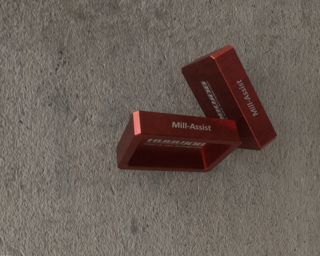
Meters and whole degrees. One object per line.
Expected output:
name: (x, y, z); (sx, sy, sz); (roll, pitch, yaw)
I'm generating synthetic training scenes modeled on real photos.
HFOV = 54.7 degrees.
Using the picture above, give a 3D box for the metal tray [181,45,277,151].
metal tray: (0.087, -0.035, 0.406); (0.030, 0.090, 0.130); (-33, 101, -17)

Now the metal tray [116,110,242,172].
metal tray: (0.020, 0.021, 0.380); (0.131, 0.089, 0.030); (5, 57, -20)
